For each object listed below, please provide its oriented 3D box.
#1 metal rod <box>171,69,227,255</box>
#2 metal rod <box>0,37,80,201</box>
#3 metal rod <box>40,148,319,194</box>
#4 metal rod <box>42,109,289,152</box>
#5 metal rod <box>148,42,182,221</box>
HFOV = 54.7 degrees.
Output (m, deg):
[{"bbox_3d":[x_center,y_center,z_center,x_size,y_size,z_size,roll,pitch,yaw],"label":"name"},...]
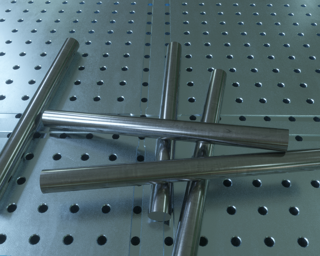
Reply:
[{"bbox_3d":[0.054,0.030,0.382,0.025,0.025,0.300,11,51,9],"label":"metal rod"},{"bbox_3d":[-0.169,-0.029,0.429,0.025,0.025,0.300,6,50,5],"label":"metal rod"},{"bbox_3d":[0.028,0.045,0.335,0.302,0.025,0.025,-4,50,-4],"label":"metal rod"},{"bbox_3d":[-0.007,0.000,0.376,0.301,0.025,0.025,5,50,16],"label":"metal rod"},{"bbox_3d":[0.012,-0.020,0.424,0.025,0.025,0.300,4,50,3],"label":"metal rod"}]
